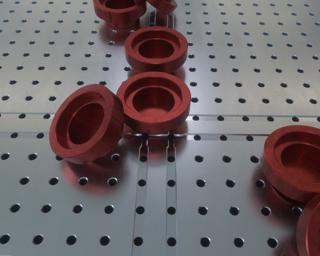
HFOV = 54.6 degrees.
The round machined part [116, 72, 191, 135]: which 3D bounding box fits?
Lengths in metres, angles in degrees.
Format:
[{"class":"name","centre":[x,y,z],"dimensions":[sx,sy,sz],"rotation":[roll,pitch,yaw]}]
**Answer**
[{"class":"round machined part","centre":[-0.008,-0.029,0.421],"dimensions":[0.099,0.042,0.098],"rotation":[0,50,0]}]

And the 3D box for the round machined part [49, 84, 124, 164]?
[{"class":"round machined part","centre":[-0.084,-0.002,0.380],"dimensions":[0.098,0.042,0.098],"rotation":[-15,57,25]}]

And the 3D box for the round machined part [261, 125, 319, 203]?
[{"class":"round machined part","centre":[0.166,0.045,0.356],"dimensions":[0.099,0.042,0.098],"rotation":[-1,45,1]}]

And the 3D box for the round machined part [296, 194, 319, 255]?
[{"class":"round machined part","centre":[0.177,0.106,0.292],"dimensions":[0.099,0.042,0.098],"rotation":[0,78,-1]}]

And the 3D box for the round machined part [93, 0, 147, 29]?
[{"class":"round machined part","centre":[-0.074,-0.224,0.585],"dimensions":[0.099,0.042,0.098],"rotation":[0,50,0]}]

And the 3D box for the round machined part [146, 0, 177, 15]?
[{"class":"round machined part","centre":[-0.004,-0.262,0.583],"dimensions":[0.098,0.042,0.098],"rotation":[33,29,-20]}]

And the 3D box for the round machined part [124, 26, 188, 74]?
[{"class":"round machined part","centre":[-0.006,-0.117,0.495],"dimensions":[0.099,0.042,0.098],"rotation":[0,50,0]}]
